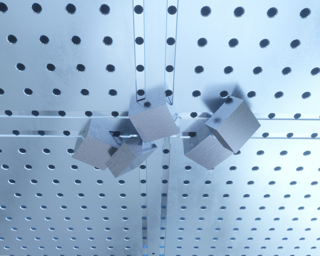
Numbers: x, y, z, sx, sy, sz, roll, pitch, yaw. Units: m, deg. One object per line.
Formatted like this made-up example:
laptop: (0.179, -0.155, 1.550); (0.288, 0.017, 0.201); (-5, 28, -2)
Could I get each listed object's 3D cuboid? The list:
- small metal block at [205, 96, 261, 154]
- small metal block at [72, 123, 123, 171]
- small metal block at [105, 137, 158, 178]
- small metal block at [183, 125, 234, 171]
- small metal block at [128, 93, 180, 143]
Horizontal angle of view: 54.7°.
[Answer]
small metal block: (0.093, -0.004, 0.395); (0.050, 0.025, 0.050); (-47, 122, -6)
small metal block: (-0.087, 0.027, 0.434); (0.050, 0.025, 0.050); (27, 125, -22)
small metal block: (-0.039, 0.038, 0.424); (0.025, 0.050, 0.050); (52, 122, 12)
small metal block: (0.069, 0.027, 0.436); (0.050, 0.025, 0.050); (32, 123, -25)
small metal block: (-0.007, -0.012, 0.401); (0.050, 0.025, 0.050); (-17, 128, 13)
